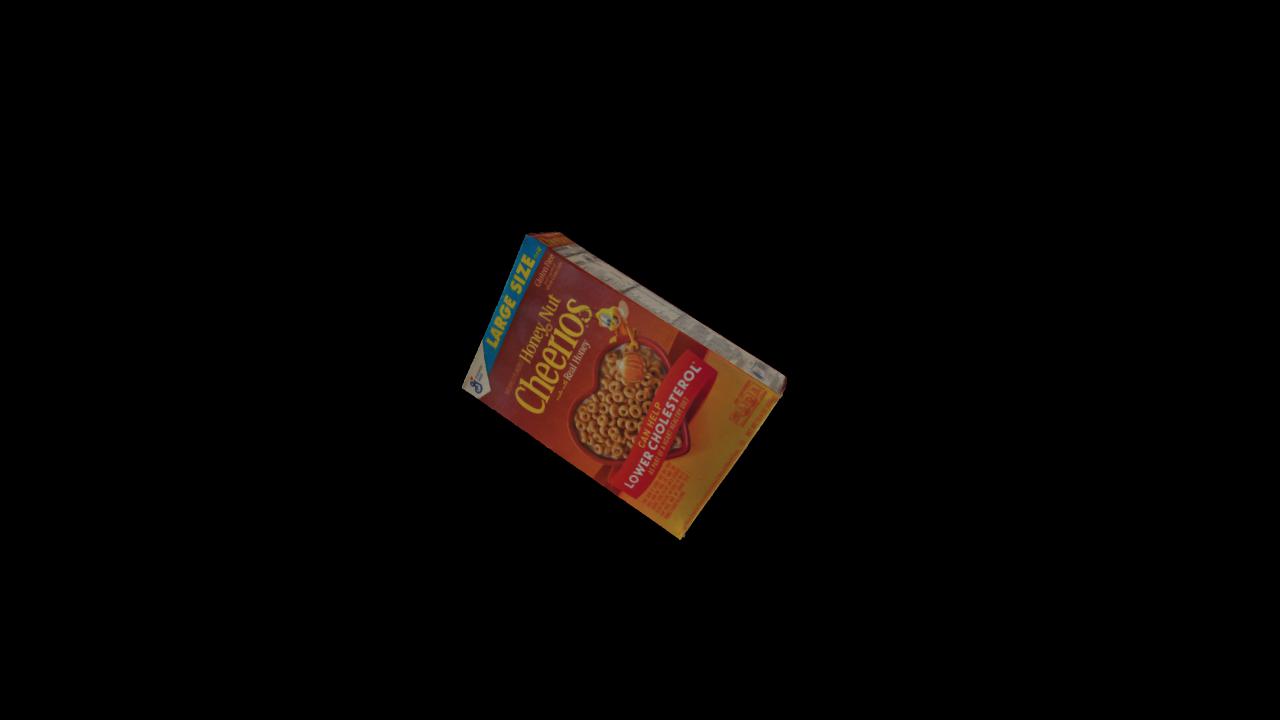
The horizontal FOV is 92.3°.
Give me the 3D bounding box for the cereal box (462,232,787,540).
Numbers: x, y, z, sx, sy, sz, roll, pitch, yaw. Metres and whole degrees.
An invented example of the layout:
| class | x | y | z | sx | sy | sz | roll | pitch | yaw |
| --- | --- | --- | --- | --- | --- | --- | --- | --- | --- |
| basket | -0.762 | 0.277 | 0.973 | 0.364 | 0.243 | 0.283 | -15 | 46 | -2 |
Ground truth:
| class | x | y | z | sx | sy | sz | roll | pitch | yaw |
| --- | --- | --- | --- | --- | --- | --- | --- | --- | --- |
| cereal box | -0.026 | 0.025 | 0.667 | 0.306 | 0.203 | 0.081 | 33 | 23 | 8 |
